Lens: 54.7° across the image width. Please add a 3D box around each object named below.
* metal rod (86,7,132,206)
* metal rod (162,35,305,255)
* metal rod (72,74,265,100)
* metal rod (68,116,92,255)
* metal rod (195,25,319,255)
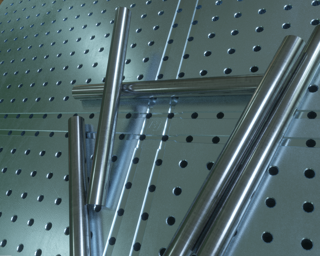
[{"bbox_3d":[-0.069,-0.043,0.440,0.025,0.025,0.299,-5,68,25],"label":"metal rod"},{"bbox_3d":[0.079,0.027,0.335,0.025,0.025,0.300,24,79,36],"label":"metal rod"},{"bbox_3d":[-0.004,-0.056,0.443,0.300,0.025,0.025,1,62,28],"label":"metal rod"},{"bbox_3d":[-0.102,0.108,0.393,0.025,0.025,0.299,-23,53,14],"label":"metal rod"},{"bbox_3d":[0.122,0.007,0.339,0.025,0.025,0.300,22,73,36],"label":"metal rod"}]
